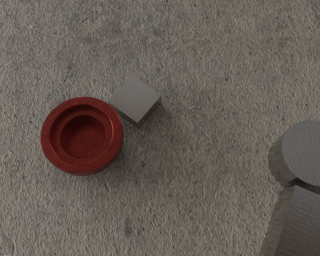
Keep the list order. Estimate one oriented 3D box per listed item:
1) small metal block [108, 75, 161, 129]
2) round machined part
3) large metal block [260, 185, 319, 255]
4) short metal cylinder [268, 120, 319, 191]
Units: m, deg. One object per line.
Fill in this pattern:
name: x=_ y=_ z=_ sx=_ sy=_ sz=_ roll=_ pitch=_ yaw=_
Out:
small metal block: x=-0.033 y=-0.035 z=0.421 sx=0.050 sy=0.025 sz=0.050 roll=36 pitch=74 yaw=12
round machined part: x=-0.095 y=0.013 z=0.393 sx=0.099 sy=0.042 sz=0.098 roll=0 pitch=70 yaw=-1
large metal block: x=0.172 y=0.122 z=0.352 sx=0.080 sy=0.050 sz=0.080 roll=23 pitch=72 yaw=8
short metal cylinder: x=0.182 y=0.036 z=0.384 sx=0.081 sy=0.050 sz=0.080 roll=0 pitch=70 yaw=0
